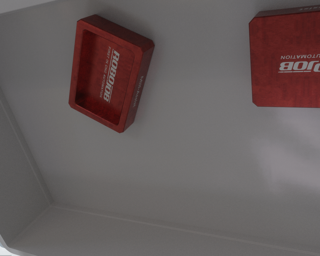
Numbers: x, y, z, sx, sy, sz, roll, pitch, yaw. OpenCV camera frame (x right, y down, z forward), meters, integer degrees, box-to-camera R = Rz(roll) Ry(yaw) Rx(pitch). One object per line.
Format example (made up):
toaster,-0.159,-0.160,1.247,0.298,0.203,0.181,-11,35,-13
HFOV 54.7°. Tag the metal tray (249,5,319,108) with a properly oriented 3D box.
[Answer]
metal tray,0.153,-0.065,0.285,0.130,0.030,0.089,3,120,26

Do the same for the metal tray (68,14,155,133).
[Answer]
metal tray,-0.067,-0.066,0.399,0.090,0.030,0.129,27,128,11

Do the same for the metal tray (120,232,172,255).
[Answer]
metal tray,-0.027,0.263,0.585,0.090,0.030,0.129,15,125,19
